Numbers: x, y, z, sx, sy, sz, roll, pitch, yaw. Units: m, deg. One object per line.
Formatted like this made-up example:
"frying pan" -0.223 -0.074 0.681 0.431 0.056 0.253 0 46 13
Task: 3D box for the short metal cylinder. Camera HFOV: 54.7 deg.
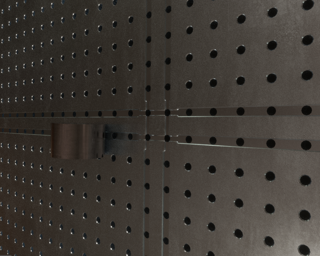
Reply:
"short metal cylinder" -0.125 0.018 0.474 0.080 0.081 0.050 3 92 39
